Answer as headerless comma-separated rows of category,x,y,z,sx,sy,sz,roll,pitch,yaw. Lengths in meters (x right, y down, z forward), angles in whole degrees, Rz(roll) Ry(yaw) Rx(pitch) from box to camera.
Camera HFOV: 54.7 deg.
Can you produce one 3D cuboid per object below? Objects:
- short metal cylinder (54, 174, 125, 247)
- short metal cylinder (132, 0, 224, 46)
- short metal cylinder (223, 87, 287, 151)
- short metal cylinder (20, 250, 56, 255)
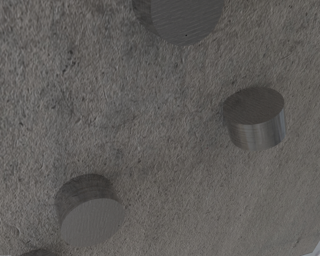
short metal cylinder,-0.093,0.107,0.406,0.081,0.050,0.079,-14,124,-21
short metal cylinder,0.018,-0.131,0.319,0.081,0.050,0.079,-14,124,-21
short metal cylinder,0.134,-0.014,0.435,0.080,0.080,0.050,-30,129,-9
short metal cylinder,-0.168,0.213,0.411,0.081,0.080,0.050,-14,125,-20
